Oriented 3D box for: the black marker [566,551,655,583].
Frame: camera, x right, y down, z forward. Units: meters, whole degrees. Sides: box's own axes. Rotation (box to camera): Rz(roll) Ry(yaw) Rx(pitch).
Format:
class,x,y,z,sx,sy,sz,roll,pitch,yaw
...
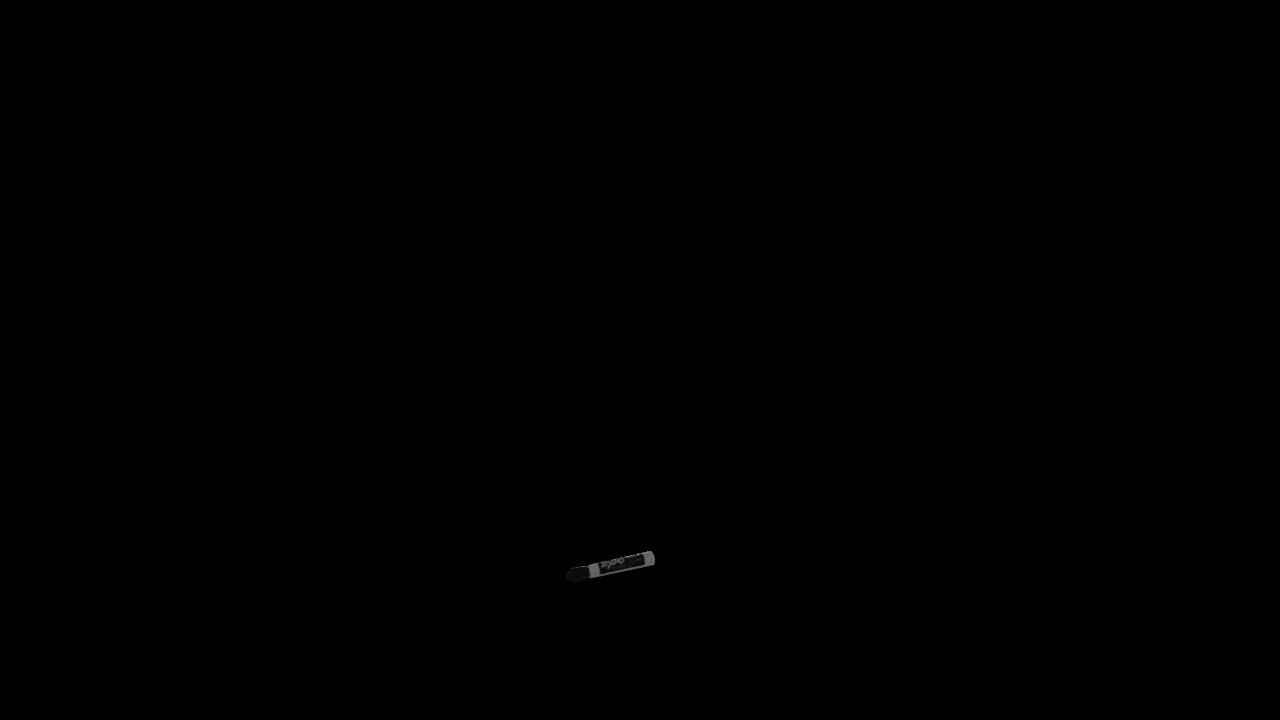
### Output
class,x,y,z,sx,sy,sz,roll,pitch,yaw
black marker,-0.038,0.272,0.807,0.121,0.020,0.020,-4,2,-25
